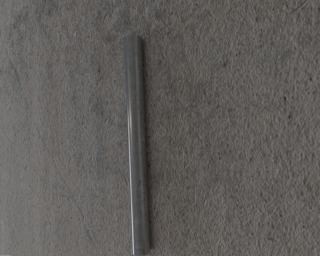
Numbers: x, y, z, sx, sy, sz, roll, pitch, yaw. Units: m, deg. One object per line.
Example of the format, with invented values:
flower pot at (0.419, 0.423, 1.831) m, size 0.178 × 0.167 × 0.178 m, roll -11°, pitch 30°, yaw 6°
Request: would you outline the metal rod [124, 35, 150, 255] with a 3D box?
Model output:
metal rod at (-0.032, 0.022, 0.432) m, size 0.025 × 0.025 × 0.298 m, roll -4°, pitch 87°, yaw 40°
